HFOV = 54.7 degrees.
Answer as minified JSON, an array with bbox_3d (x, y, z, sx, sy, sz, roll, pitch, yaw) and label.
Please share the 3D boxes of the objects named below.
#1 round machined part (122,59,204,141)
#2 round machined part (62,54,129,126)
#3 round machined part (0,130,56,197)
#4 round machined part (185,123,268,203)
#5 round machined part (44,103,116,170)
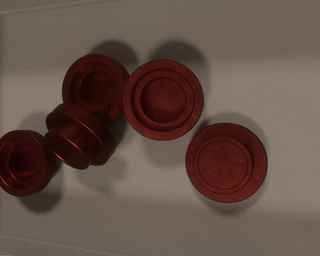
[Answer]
[{"bbox_3d":[0.005,-0.035,0.391,0.099,0.042,0.097,1,96,6],"label":"round machined part"},{"bbox_3d":[-0.082,-0.050,0.429,0.098,0.042,0.097,0,90,19],"label":"round machined part"},{"bbox_3d":[-0.200,0.051,0.470,0.098,0.042,0.097,0,90,19],"label":"round machined part"},{"bbox_3d":[0.078,0.042,0.374,0.098,0.042,0.097,0,90,19],"label":"round machined part"},{"bbox_3d":[-0.111,0.018,0.410,0.098,0.042,0.097,20,141,18],"label":"round machined part"}]
